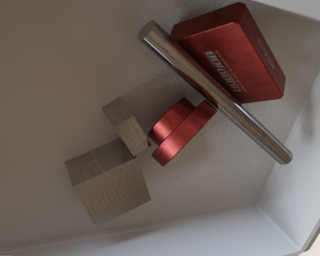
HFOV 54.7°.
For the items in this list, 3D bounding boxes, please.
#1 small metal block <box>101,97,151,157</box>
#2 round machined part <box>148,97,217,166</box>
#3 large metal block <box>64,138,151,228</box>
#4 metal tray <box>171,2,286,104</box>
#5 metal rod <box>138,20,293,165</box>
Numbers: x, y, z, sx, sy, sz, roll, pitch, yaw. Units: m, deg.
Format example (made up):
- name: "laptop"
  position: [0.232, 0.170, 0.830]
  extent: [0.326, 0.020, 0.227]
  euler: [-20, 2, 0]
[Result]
- name: "small metal block"
  position: [-0.040, -0.002, 0.371]
  extent: [0.025, 0.050, 0.050]
  euler: [-34, 129, -6]
- name: "round machined part"
  position: [0.023, -0.001, 0.389]
  extent: [0.042, 0.098, 0.098]
  euler: [44, 94, 4]
- name: "large metal block"
  position: [-0.066, 0.070, 0.401]
  extent: [0.081, 0.050, 0.080]
  euler: [-24, 128, -14]
- name: "metal tray"
  position: [0.081, -0.077, 0.365]
  extent: [0.130, 0.090, 0.030]
  euler: [40, 57, -40]
- name: "metal rod"
  position: [0.089, -0.027, 0.395]
  extent: [0.301, 0.025, 0.025]
  euler: [35, 98, -33]
